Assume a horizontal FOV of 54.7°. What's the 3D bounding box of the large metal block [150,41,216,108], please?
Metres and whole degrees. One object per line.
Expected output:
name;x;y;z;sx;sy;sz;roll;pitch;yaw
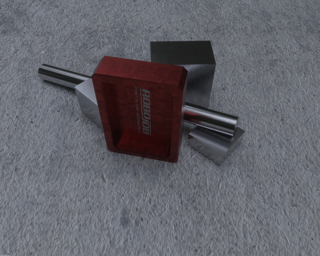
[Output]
large metal block;0.028;-0.072;0.428;0.081;0.080;0.050;-2;50;-2

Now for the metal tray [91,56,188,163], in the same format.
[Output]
metal tray;-0.019;-0.015;0.349;0.090;0.129;0.030;9;51;8

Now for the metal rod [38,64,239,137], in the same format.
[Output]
metal rod;-0.043;-0.044;0.423;0.301;0.025;0.025;17;52;20

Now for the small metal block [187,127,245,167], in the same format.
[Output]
small metal block;0.071;0.013;0.395;0.050;0.025;0.050;34;58;25

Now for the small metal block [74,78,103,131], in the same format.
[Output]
small metal block;-0.083;-0.030;0.412;0.050;0.050;0.025;37;59;26
